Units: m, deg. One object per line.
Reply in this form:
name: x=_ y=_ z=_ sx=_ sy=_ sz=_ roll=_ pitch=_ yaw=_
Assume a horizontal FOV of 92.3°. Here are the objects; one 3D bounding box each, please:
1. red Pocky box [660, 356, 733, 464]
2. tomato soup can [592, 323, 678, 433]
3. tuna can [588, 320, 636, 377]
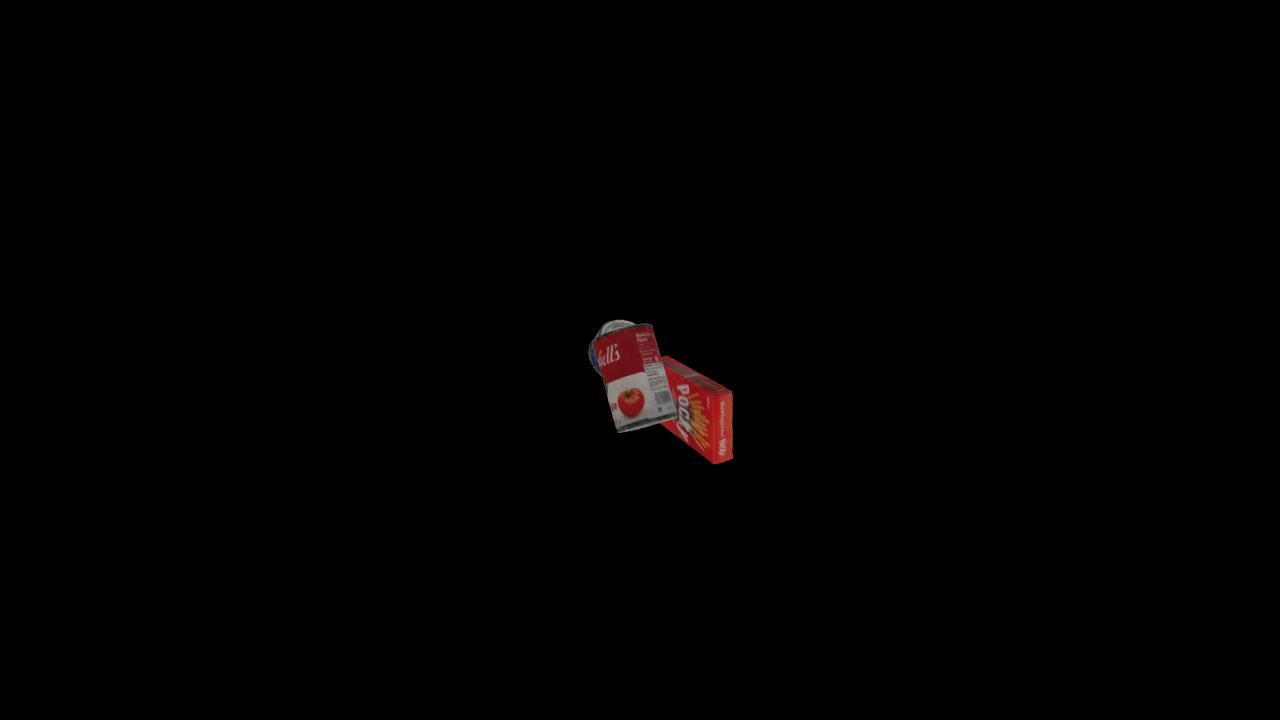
red Pocky box: x=0.056 y=0.053 z=0.718 sx=0.028 sy=0.083 sz=0.155 roll=-9 pitch=18 yaw=-23
tomato soup can: x=-0.005 y=0.020 z=0.642 sx=0.068 sy=0.101 sz=0.068 roll=-16 pitch=-8 yaw=-2
tuna can: x=-0.018 y=-0.008 z=0.744 sx=0.084 sy=0.084 sz=0.034 roll=0 pitch=-37 yaw=-35
